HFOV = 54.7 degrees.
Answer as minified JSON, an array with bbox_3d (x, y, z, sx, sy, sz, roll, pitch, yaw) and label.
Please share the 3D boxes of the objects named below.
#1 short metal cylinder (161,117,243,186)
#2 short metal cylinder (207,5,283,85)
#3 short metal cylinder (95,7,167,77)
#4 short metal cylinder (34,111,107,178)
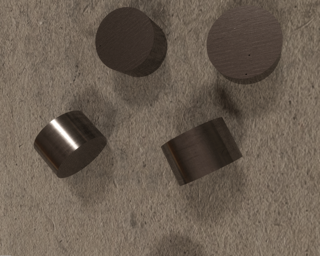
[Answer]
[{"bbox_3d":[0.048,0.028,0.362,0.080,0.080,0.050,-28,81,17],"label":"short metal cylinder"},{"bbox_3d":[0.099,-0.094,0.361,0.080,0.050,0.079,0,90,19],"label":"short metal cylinder"},{"bbox_3d":[-0.037,-0.110,0.408,0.080,0.050,0.079,0,90,19],"label":"short metal cylinder"},{"bbox_3d":[-0.120,0.022,0.421,0.050,0.080,0.080,46,104,14],"label":"short metal cylinder"}]
